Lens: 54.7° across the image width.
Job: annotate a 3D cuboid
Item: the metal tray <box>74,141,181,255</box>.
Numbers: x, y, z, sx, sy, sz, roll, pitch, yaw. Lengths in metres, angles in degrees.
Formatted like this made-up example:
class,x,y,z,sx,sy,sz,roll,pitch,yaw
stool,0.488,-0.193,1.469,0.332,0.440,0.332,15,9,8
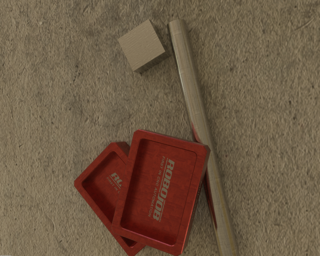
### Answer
class,x,y,z,sx,sy,sz,roll,pitch,yaw
metal tray,-0.045,0.093,0.420,0.090,0.030,0.130,-45,76,14

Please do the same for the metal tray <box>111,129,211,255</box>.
class,x,y,z,sx,sy,sz,roll,pitch,yaw
metal tray,0.001,0.074,0.373,0.090,0.030,0.129,14,92,17

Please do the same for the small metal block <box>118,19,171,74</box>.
class,x,y,z,sx,sy,sz,roll,pitch,yaw
small metal block,-0.021,-0.108,0.415,0.050,0.025,0.050,-28,81,17

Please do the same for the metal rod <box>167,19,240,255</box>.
class,x,y,z,sx,sy,sz,roll,pitch,yaw
metal rod,0.053,0.010,0.389,0.025,0.025,0.298,-14,85,19
